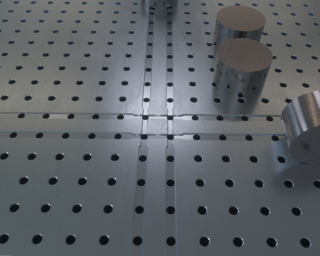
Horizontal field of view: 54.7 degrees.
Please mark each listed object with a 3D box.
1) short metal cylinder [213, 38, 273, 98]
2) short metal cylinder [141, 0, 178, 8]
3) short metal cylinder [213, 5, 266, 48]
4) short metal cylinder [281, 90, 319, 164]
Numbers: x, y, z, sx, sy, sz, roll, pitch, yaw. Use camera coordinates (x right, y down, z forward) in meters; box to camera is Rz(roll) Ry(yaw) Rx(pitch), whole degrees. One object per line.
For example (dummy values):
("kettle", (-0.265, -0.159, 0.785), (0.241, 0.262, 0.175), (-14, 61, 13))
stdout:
("short metal cylinder", (0.123, -0.092, 0.469), (0.081, 0.050, 0.080), (0, 50, 0))
("short metal cylinder", (-0.002, -0.289, 0.634), (0.081, 0.050, 0.080), (0, 50, 0))
("short metal cylinder", (0.135, -0.167, 0.533), (0.081, 0.050, 0.080), (0, 50, 0))
("short metal cylinder", (0.193, 0.001, 0.373), (0.080, 0.080, 0.050), (2, 50, 2))
